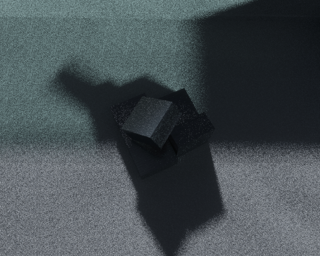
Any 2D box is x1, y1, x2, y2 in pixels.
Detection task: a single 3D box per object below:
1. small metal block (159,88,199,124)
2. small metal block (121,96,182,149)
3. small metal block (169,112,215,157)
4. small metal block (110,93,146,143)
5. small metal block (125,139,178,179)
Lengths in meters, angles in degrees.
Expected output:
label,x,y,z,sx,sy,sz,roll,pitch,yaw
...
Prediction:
label,x,y,z,sx,sy,sz,roll,pitch,yaw
small metal block,0.020,-0.019,0.415,0.050,0.025,0.050,-24,72,-9
small metal block,-0.010,-0.008,0.371,0.050,0.025,0.050,15,66,42
small metal block,0.037,0.010,0.391,0.050,0.050,0.025,-27,73,-10
small metal block,-0.032,-0.011,0.412,0.050,0.025,0.050,-24,72,-9
small metal block,-0.011,0.031,0.397,0.050,0.025,0.050,-24,72,-9
